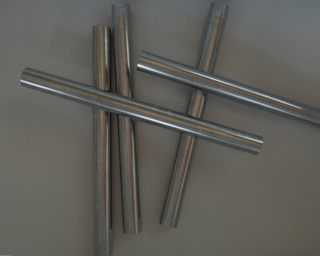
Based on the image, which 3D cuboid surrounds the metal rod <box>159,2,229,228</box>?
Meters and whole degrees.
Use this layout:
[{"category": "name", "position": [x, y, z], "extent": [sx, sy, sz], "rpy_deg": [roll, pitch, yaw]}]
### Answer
[{"category": "metal rod", "position": [0.045, -0.017, 0.412], "extent": [0.025, 0.025, 0.298], "rpy_deg": [13, 90, -1]}]

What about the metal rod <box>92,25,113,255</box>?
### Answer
[{"category": "metal rod", "position": [-0.076, 0.017, 0.410], "extent": [0.025, 0.025, 0.298], "rpy_deg": [0, 90, -1]}]

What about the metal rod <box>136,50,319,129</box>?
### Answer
[{"category": "metal rod", "position": [0.118, -0.039, 0.394], "extent": [0.302, 0.025, 0.025], "rpy_deg": [17, 90, -8]}]

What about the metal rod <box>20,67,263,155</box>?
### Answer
[{"category": "metal rod", "position": [-0.021, -0.020, 0.385], "extent": [0.302, 0.025, 0.025], "rpy_deg": [17, 90, -1]}]

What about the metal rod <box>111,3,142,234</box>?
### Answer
[{"category": "metal rod", "position": [-0.044, -0.012, 0.410], "extent": [0.025, 0.025, 0.298], "rpy_deg": [-3, 90, -1]}]
